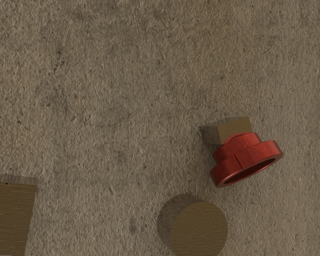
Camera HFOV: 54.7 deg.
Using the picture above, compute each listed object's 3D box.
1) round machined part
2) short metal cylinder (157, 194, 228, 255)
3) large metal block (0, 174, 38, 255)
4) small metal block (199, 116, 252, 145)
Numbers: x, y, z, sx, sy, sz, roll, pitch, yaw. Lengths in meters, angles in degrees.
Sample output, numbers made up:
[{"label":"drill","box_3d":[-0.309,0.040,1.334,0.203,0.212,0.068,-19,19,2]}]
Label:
[{"label":"round machined part","box_3d":[0.111,0.041,0.420,0.099,0.098,0.042,-17,67,-20]},{"label":"short metal cylinder","box_3d":[0.042,0.133,0.413,0.081,0.050,0.079,0,90,-20]},{"label":"large metal block","box_3d":[-0.180,0.092,0.329,0.081,0.050,0.080,10,87,-20]},{"label":"small metal block","box_3d":[0.091,0.003,0.431,0.050,0.050,0.025,-17,95,-20]}]
